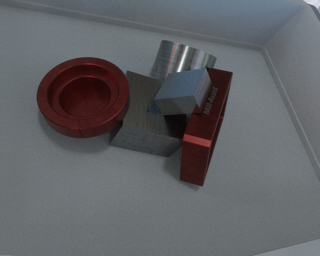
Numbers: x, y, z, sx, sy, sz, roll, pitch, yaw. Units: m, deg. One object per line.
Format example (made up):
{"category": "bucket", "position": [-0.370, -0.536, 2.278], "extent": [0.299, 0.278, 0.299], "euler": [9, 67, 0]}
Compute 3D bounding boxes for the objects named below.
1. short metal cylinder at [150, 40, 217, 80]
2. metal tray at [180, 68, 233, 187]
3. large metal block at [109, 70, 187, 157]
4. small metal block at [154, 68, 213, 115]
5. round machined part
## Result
{"category": "short metal cylinder", "position": [0.032, -0.085, 0.431], "extent": [0.081, 0.080, 0.050], "euler": [15, 100, -20]}
{"category": "metal tray", "position": [0.060, -0.003, 0.396], "extent": [0.030, 0.089, 0.130], "euler": [15, 50, 13]}
{"category": "large metal block", "position": [-0.014, -0.016, 0.391], "extent": [0.081, 0.050, 0.080], "euler": [14, 56, -21]}
{"category": "small metal block", "position": [0.028, -0.042, 0.364], "extent": [0.025, 0.050, 0.050], "euler": [61, 41, -36]}
{"category": "round machined part", "position": [-0.083, -0.030, 0.352], "extent": [0.099, 0.042, 0.098], "euler": [1, 59, -2]}
